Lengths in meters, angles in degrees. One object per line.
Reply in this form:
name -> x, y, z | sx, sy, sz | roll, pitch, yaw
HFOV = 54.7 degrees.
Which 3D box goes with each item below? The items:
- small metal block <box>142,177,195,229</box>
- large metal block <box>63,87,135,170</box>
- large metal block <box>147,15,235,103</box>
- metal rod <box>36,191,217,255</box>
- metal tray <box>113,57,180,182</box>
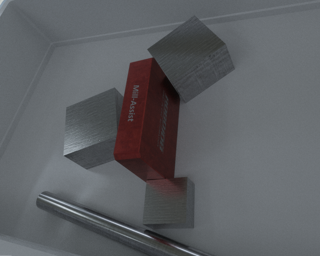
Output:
small metal block -> 0.011, 0.085, 0.347 | 0.050, 0.025, 0.050 | -9, 58, 23
large metal block -> -0.083, 0.002, 0.430 | 0.080, 0.050, 0.080 | -20, 54, 16
large metal block -> 0.042, -0.095, 0.425 | 0.080, 0.050, 0.080 | -35, 51, 4
metal rod -> -0.033, 0.120, 0.347 | 0.300, 0.025, 0.025 | 10, 67, 31
metal tray -> -0.010, -0.007, 0.372 | 0.030, 0.090, 0.130 | -8, 58, 24
